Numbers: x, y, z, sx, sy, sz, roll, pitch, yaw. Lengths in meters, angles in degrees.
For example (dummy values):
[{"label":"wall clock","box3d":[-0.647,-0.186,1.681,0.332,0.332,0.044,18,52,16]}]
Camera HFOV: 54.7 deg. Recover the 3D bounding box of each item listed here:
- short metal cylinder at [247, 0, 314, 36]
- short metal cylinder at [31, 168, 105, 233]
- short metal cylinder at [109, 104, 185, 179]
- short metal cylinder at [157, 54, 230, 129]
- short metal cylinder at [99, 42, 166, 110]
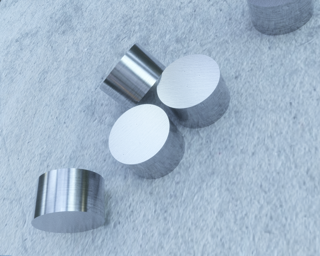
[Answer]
[{"label":"short metal cylinder","box3d":[0.158,-0.170,0.409,0.080,0.050,0.080,-13,56,20]},{"label":"short metal cylinder","box3d":[-0.107,0.088,0.369,0.080,0.080,0.050,-19,55,17]},{"label":"short metal cylinder","box3d":[-0.015,0.017,0.384,0.080,0.050,0.080,-13,56,20]},{"label":"short metal cylinder","box3d":[0.043,-0.046,0.392,0.080,0.050,0.080,-13,56,20]},{"label":"short metal cylinder","box3d":[-0.037,-0.069,0.422,0.080,0.050,0.080,-49,10,12]}]
